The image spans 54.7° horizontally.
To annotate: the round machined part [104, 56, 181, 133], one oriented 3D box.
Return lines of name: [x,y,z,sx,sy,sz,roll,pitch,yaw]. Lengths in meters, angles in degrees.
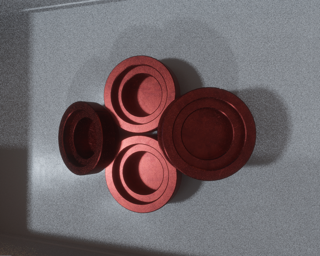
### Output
round machined part: [-0.020,-0.042,0.406,0.098,0.042,0.097,0,90,20]

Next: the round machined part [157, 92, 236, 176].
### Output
round machined part: [0.046,0.006,0.372,0.099,0.042,0.097,0,89,-3]

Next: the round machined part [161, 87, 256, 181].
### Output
round machined part: [0.050,0.006,0.341,0.099,0.042,0.097,0,90,-2]

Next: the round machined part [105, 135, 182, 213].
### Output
round machined part: [-0.018,0.057,0.405,0.098,0.042,0.097,0,90,20]

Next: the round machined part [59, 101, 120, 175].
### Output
round machined part: [-0.093,0.013,0.422,0.098,0.042,0.097,0,89,40]
